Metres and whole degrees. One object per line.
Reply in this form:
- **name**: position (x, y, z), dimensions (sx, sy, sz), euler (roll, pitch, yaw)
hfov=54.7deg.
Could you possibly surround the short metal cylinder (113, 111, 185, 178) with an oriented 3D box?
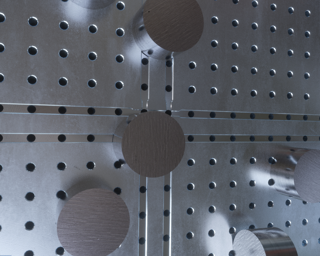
- **short metal cylinder**: position (-0.015, 0.019, 0.394), dimensions (0.081, 0.050, 0.079), euler (0, 90, -20)

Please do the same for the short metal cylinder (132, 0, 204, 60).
- **short metal cylinder**: position (0.009, -0.133, 0.402), dimensions (0.081, 0.050, 0.079), euler (0, 90, -20)

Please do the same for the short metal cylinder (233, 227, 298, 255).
- **short metal cylinder**: position (0.147, 0.184, 0.438), dimensions (0.050, 0.080, 0.080), euler (3, 89, -20)

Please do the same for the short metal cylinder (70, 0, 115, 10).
- **short metal cylinder**: position (-0.080, -0.190, 0.369), dimensions (0.081, 0.050, 0.079), euler (0, 90, -20)

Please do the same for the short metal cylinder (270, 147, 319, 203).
- **short metal cylinder**: position (0.221, 0.071, 0.481), dimensions (0.081, 0.050, 0.079), euler (0, 90, -20)

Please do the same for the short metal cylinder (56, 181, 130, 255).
- **short metal cylinder**: position (-0.081, 0.107, 0.369), dimensions (0.081, 0.050, 0.079), euler (0, 90, -20)
